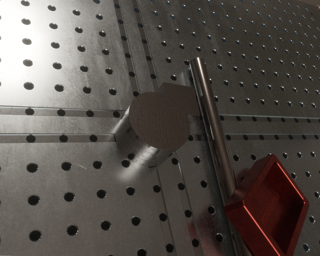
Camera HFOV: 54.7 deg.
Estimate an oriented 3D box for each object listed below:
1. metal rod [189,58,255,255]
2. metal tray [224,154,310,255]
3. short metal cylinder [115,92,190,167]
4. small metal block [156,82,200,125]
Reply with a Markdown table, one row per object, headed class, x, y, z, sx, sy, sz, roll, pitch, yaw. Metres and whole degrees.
| class | x | y | z | sx | sy | sz | roll | pitch | yaw |
| --- | --- | --- | --- | --- | --- | --- | --- | --- | --- |
| metal rod | 0.082 | 0.024 | 0.439 | 0.025 | 0.025 | 0.299 | 5 | 59 | -26 |
| metal tray | 0.143 | 0.101 | 0.400 | 0.090 | 0.030 | 0.131 | 55 | 41 | 1 |
| short metal cylinder | -0.010 | 0.002 | 0.387 | 0.081 | 0.050 | 0.080 | 14 | 56 | -21 |
| small metal block | 0.025 | -0.035 | 0.445 | 0.050 | 0.025 | 0.050 | 6 | 59 | -26 |
